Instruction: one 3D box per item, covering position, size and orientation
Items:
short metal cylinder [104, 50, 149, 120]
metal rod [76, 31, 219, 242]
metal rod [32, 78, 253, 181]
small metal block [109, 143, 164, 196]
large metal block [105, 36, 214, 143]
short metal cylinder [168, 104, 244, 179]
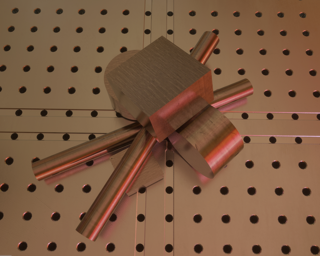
[{"bbox_3d":[-0.031,-0.057,0.415,0.081,0.050,0.080,0,70,0],"label":"short metal cylinder"},{"bbox_3d":[-0.005,-0.004,0.383,0.025,0.025,0.300,29,72,10],"label":"metal rod"},{"bbox_3d":[-0.016,-0.001,0.408,0.302,0.025,0.025,-22,72,-8],"label":"metal rod"},{"bbox_3d":[-0.029,0.050,0.389,0.050,0.025,0.050,-26,72,-10],"label":"small metal block"},{"bbox_3d":[0.001,-0.045,0.344,0.080,0.050,0.080,-38,57,-12],"label":"large metal block"},{"bbox_3d":[0.053,0.015,0.374,0.050,0.080,0.080,-42,75,-13],"label":"short metal cylinder"}]
